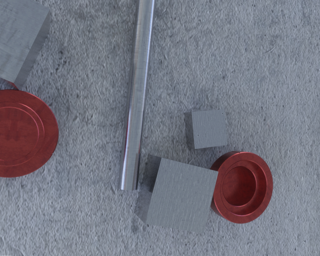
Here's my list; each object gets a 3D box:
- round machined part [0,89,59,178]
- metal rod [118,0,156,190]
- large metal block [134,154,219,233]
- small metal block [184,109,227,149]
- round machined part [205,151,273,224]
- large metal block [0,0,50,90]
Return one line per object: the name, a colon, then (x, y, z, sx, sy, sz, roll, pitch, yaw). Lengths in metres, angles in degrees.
round machined part: (-0.163, 0.006, 0.340, 0.099, 0.042, 0.097, 0, 90, -20)
metal rod: (-0.027, -0.071, 0.398, 0.025, 0.025, 0.298, 6, 88, -20)
large metal block: (0.020, 0.084, 0.403, 0.081, 0.050, 0.080, 16, 85, -19)
small metal block: (0.064, 0.001, 0.432, 0.050, 0.025, 0.050, -6, 92, -20)
round machined part: (0.107, 0.081, 0.438, 0.099, 0.042, 0.097, 0, 91, -22)
large metal block: (-0.156, -0.088, 0.322, 0.050, 0.080, 0.080, 25, 82, -19)
